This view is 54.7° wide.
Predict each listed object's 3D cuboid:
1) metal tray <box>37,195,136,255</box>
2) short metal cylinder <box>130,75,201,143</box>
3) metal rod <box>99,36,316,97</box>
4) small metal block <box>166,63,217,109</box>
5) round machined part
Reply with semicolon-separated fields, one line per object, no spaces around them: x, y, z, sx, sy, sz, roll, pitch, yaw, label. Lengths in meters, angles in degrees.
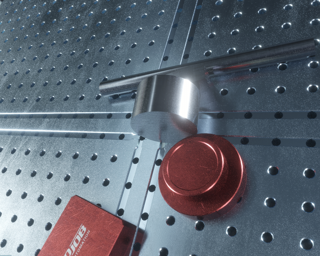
-0.097;0.155;0.359;0.090;0.030;0.130;16;70;34;metal tray
0.008;-0.021;0.381;0.080;0.080;0.050;-5;60;25;short metal cylinder
0.048;-0.079;0.430;0.301;0.025;0.025;-7;59;23;metal rod
0.041;-0.052;0.402;0.050;0.050;0.025;-14;56;20;small metal block
0.042;0.049;0.344;0.098;0.042;0.098;-13;56;20;round machined part
